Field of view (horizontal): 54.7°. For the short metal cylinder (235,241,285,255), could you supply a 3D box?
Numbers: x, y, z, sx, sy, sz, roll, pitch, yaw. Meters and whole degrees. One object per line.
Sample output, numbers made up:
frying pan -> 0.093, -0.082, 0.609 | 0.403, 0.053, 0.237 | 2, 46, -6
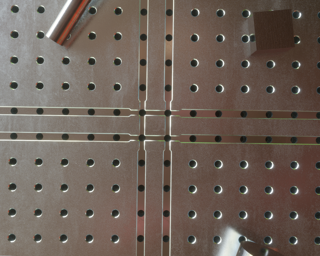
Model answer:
short metal cylinder -> 0.131, 0.185, 0.388 | 0.080, 0.080, 0.050 | 20, 90, -1

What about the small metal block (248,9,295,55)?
small metal block -> 0.148, -0.128, 0.415 | 0.050, 0.025, 0.050 | -5, 90, -1

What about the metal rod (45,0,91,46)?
metal rod -> -0.056, -0.238, 0.395 | 0.025, 0.025, 0.299 | 35, 96, -1
